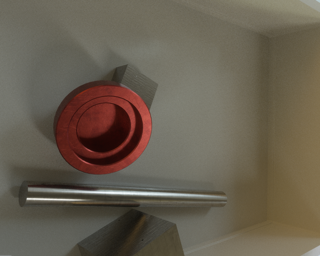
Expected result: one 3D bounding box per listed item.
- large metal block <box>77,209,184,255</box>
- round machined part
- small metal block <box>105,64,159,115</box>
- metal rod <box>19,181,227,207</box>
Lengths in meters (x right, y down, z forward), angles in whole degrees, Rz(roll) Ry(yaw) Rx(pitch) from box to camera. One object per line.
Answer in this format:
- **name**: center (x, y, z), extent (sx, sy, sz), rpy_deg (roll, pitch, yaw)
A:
- **large metal block**: center (-0.032, 0.140, 0.346), extent (0.081, 0.080, 0.050), rpy_deg (-24, 106, -38)
- **round machined part**: center (-0.062, -0.003, 0.329), extent (0.099, 0.042, 0.097), rpy_deg (-10, 115, -21)
- **small metal block**: center (-0.035, -0.042, 0.379), extent (0.050, 0.025, 0.050), rpy_deg (29, 72, -37)
- **metal rod**: center (-0.018, 0.088, 0.393), extent (0.302, 0.025, 0.025), rpy_deg (12, 82, -40)
